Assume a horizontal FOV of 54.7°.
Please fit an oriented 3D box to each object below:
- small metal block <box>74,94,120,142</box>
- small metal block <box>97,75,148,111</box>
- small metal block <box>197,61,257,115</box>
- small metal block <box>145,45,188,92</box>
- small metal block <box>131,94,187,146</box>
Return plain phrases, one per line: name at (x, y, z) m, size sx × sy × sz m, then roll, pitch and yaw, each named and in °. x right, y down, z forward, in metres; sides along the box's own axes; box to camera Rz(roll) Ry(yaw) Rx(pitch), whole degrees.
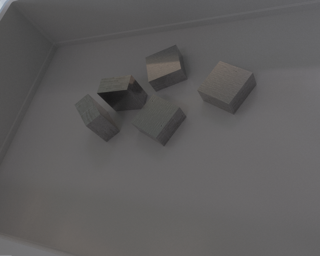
small metal block at (-0.090, -0.014, 0.446) m, size 0.025 × 0.050 × 0.050 m, roll -39°, pitch 51°, yaw 2°
small metal block at (-0.053, -0.049, 0.448) m, size 0.050 × 0.050 × 0.025 m, roll -3°, pitch 61°, yaw 27°
small metal block at (0.085, -0.052, 0.393) m, size 0.050 × 0.025 × 0.050 m, roll 31°, pitch 79°, yaw 38°
small metal block at (0.009, -0.088, 0.455) m, size 0.050 × 0.025 × 0.050 m, roll -19°, pitch 54°, yaw 17°
small metal block at (-0.002, -0.011, 0.414) m, size 0.050 × 0.025 × 0.050 m, roll 30°, pitch 78°, yaw 37°
